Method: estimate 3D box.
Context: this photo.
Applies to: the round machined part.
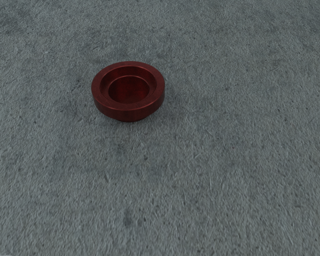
[{"bbox_3d":[-0.043,-0.046,0.431,0.099,0.042,0.098,0,50,0],"label":"round machined part"}]
